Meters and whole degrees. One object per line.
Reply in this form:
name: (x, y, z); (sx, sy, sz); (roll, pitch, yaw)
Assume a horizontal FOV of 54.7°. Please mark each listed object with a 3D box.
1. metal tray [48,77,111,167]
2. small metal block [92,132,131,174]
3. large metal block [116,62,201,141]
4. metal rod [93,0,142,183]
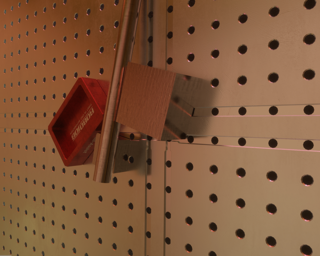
metal tray: (-0.132, -0.008, 0.515); (0.129, 0.030, 0.090); (-48, 62, 29)
small metal block: (-0.074, 0.036, 0.471); (0.050, 0.025, 0.050); (16, 100, 39)
large metal block: (-0.004, -0.035, 0.396); (0.080, 0.050, 0.079); (22, 104, 38)
metal rod: (-0.057, -0.072, 0.436); (0.025, 0.025, 0.298); (10, 90, 39)
